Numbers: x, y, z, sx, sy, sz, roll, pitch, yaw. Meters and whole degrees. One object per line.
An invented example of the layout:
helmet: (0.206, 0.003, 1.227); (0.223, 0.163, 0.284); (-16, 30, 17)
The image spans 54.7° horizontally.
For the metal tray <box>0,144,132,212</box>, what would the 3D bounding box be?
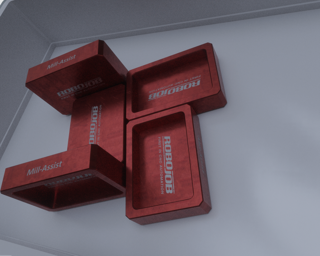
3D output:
metal tray: (-0.109, 0.065, 0.376); (0.130, 0.090, 0.030); (-16, 56, 19)

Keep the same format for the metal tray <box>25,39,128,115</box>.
metal tray: (-0.118, -0.070, 0.462); (0.130, 0.090, 0.030); (-17, 55, 18)

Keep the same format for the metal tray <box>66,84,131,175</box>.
metal tray: (-0.083, 0.007, 0.436); (0.090, 0.030, 0.130); (-16, 55, 18)

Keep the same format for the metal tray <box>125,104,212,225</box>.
metal tray: (0.006, 0.042, 0.371); (0.090, 0.030, 0.130); (-16, 55, 18)

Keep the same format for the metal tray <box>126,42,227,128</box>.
metal tray: (0.018, -0.056, 0.424); (0.130, 0.030, 0.090); (-16, 55, 18)
